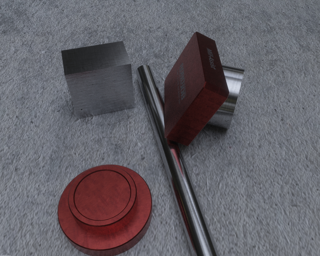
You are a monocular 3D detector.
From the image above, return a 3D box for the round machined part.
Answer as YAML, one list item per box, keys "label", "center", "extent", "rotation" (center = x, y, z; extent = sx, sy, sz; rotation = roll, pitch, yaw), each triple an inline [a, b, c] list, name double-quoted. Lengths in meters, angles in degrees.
- label: "round machined part"
  center: [-0.058, 0.079, 0.325]
  extent: [0.099, 0.042, 0.098]
  rotation: [0, 50, 0]

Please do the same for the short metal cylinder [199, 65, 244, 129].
- label: "short metal cylinder"
  center: [0.075, -0.043, 0.405]
  extent: [0.050, 0.080, 0.080]
  rotation: [14, 51, 11]

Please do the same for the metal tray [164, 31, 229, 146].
- label: "metal tray"
  center: [0.040, -0.052, 0.390]
  extent: [0.030, 0.089, 0.130]
  rotation: [22, 38, -17]

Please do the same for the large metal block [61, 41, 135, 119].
- label: "large metal block"
  center: [-0.082, -0.064, 0.420]
  extent: [0.081, 0.080, 0.050]
  rotation: [-12, 51, -11]

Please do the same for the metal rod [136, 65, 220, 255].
- label: "metal rod"
  center: [0.012, 0.024, 0.382]
  extent: [0.025, 0.025, 0.300]
  rotation: [-11, 51, -9]
